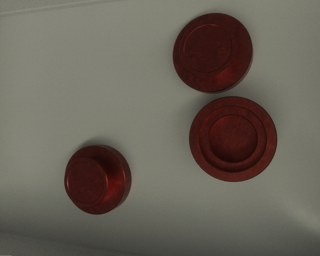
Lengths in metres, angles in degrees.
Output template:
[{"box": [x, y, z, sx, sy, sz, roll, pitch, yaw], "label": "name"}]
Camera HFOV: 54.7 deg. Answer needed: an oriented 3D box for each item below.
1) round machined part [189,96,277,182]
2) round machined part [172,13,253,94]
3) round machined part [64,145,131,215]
[{"box": [0.088, 0.013, 0.370, 0.098, 0.042, 0.097, 0, 90, 20], "label": "round machined part"}, {"box": [0.062, -0.093, 0.379, 0.098, 0.042, 0.097, 0, 90, 20], "label": "round machined part"}, {"box": [-0.094, 0.073, 0.434, 0.098, 0.042, 0.097, 0, 90, 20], "label": "round machined part"}]
